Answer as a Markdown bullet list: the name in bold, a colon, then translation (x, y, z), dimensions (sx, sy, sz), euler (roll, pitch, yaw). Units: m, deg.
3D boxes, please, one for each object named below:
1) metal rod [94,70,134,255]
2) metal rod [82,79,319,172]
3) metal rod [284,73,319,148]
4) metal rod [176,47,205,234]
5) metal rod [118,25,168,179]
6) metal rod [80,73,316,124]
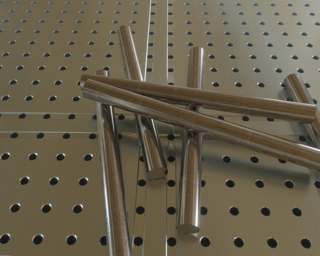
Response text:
- **metal rod**: translation (-0.061, 0.033, 0.379), dimensions (0.025, 0.025, 0.300), euler (-8, 50, -7)
- **metal rod**: translation (0.048, -0.006, 0.379), dimensions (0.301, 0.025, 0.025), euler (18, 52, 7)
- **metal rod**: translation (0.208, 0.041, 0.373), dimensions (0.025, 0.025, 0.300), euler (-2, 50, -2)
- **metal rod**: translation (0.045, -0.010, 0.416), dimensions (0.025, 0.025, 0.300), euler (5, 50, 4)
- **metal rod**: translation (-0.033, -0.059, 0.457), dimensions (0.025, 0.025, 0.300), euler (-9, 51, -7)
- **metal rod**: translation (0.043, -0.040, 0.407), dimensions (0.301, 0.025, 0.025), euler (9, 51, 7)
